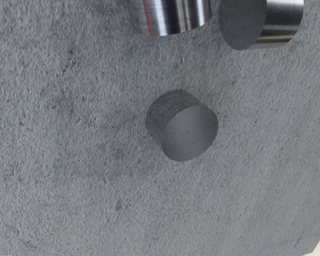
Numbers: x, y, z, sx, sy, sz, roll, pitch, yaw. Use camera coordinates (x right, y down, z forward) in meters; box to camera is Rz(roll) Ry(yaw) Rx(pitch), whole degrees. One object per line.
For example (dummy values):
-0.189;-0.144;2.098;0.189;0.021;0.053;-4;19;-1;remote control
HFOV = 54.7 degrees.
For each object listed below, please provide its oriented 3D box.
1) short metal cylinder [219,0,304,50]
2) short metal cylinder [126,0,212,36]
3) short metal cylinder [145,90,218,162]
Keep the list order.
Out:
0.112;-0.130;0.351;0.050;0.080;0.079;-10;123;-24;short metal cylinder
0.007;-0.128;0.296;0.081;0.080;0.050;-23;127;-15;short metal cylinder
0.028;-0.003;0.404;0.081;0.050;0.079;-14;124;-21;short metal cylinder
